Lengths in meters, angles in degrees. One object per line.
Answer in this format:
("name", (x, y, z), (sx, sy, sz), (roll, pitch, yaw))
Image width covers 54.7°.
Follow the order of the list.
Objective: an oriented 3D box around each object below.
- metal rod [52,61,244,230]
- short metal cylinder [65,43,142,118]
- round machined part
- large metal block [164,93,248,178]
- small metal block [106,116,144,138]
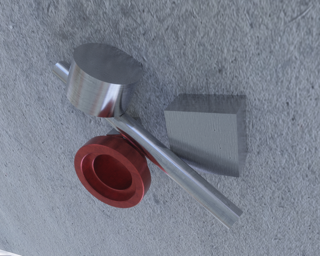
("metal rod", (-0.028, 0.008, 0.379), (0.300, 0.025, 0.025), (40, 130, 19))
("short metal cylinder", (-0.068, -0.058, 0.371), (0.080, 0.080, 0.050), (33, 128, 6))
("round machined part", (-0.055, 0.050, 0.392), (0.098, 0.042, 0.097), (13, 125, 20))
("large metal block", (0.057, 0.006, 0.365), (0.080, 0.050, 0.079), (4, 121, 25))
("small metal block", (-0.042, 0.018, 0.425), (0.025, 0.050, 0.050), (-2, 118, 29))
